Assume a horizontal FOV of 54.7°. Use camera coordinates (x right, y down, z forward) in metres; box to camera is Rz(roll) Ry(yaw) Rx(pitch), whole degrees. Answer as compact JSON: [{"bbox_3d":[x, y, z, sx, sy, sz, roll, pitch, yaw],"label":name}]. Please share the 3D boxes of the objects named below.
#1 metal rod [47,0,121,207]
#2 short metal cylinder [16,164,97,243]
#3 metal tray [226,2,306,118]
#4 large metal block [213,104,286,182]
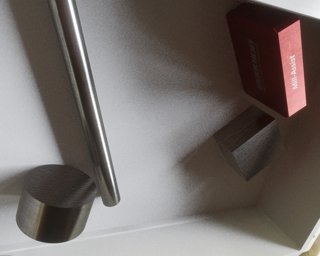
[{"bbox_3d":[-0.081,-0.021,0.351,0.025,0.025,0.298,-19,126,-18],"label":"metal rod"},{"bbox_3d":[-0.120,0.086,0.361,0.081,0.080,0.050,7,115,-32],"label":"short metal cylinder"},{"bbox_3d":[0.134,-0.084,0.389,0.030,0.090,0.130,-33,129,-7],"label":"metal tray"},{"bbox_3d":[0.142,0.024,0.488,0.080,0.050,0.080,-37,130,-4],"label":"large metal block"}]
